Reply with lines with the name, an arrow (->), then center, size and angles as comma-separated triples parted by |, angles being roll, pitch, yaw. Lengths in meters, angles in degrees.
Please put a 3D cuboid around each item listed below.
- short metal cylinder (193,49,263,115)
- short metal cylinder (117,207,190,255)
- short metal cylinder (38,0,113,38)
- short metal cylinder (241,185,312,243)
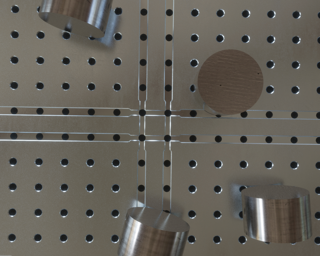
short metal cylinder -> 0.086, -0.056, 0.402 | 0.081, 0.050, 0.079 | 0, 90, -1
short metal cylinder -> -0.008, 0.137, 0.386 | 0.080, 0.080, 0.050 | 15, 90, -1
short metal cylinder -> -0.103, -0.151, 0.384 | 0.080, 0.080, 0.050 | 13, 90, -1
short metal cylinder -> 0.145, 0.104, 0.388 | 0.081, 0.080, 0.050 | -4, 90, -1
